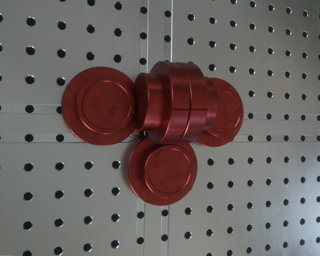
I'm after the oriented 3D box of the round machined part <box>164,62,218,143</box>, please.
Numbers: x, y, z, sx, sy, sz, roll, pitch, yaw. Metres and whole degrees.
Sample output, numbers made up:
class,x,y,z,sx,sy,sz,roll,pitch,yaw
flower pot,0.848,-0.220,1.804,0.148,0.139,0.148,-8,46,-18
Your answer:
class,x,y,z,sx,sy,sz,roll,pitch,yaw
round machined part,0.036,-0.031,0.382,0.042,0.098,0.097,-1,91,-20

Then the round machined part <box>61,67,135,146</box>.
class,x,y,z,sx,sy,sz,roll,pitch,yaw
round machined part,-0.069,-0.027,0.379,0.099,0.042,0.097,0,90,-21

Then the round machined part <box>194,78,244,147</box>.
class,x,y,z,sx,sy,sz,roll,pitch,yaw
round machined part,0.076,-0.022,0.432,0.099,0.042,0.097,0,90,-21

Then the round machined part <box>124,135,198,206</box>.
class,x,y,z,sx,sy,sz,roll,pitch,yaw
round machined part,0.006,0.054,0.407,0.099,0.042,0.097,0,90,-21

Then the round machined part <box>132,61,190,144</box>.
class,x,y,z,sx,sy,sz,roll,pitch,yaw
round machined part,-0.005,-0.030,0.366,0.042,0.098,0.097,1,90,-20
